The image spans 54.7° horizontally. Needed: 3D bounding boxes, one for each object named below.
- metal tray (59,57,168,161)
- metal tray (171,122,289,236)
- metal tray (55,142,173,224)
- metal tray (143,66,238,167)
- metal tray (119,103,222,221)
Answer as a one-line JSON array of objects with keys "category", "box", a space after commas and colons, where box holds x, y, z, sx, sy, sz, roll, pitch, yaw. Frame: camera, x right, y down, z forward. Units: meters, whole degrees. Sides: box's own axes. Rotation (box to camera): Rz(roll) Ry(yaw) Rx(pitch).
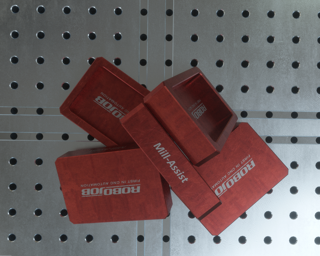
[{"category": "metal tray", "box": [-0.052, -0.020, 0.410, 0.130, 0.030, 0.090, 36, 90, -1]}, {"category": "metal tray", "box": [0.090, 0.065, 0.411, 0.130, 0.030, 0.090, -41, 91, -1]}, {"category": "metal tray", "box": [-0.057, 0.069, 0.386, 0.130, 0.030, 0.089, -8, 101, 14]}, {"category": "metal tray", "box": [0.043, -0.021, 0.362, 0.030, 0.131, 0.090, -38, 90, 28]}, {"category": "metal tray", "box": [0.011, 0.034, 0.350, 0.030, 0.090, 0.130, -38, 91, 0]}]
